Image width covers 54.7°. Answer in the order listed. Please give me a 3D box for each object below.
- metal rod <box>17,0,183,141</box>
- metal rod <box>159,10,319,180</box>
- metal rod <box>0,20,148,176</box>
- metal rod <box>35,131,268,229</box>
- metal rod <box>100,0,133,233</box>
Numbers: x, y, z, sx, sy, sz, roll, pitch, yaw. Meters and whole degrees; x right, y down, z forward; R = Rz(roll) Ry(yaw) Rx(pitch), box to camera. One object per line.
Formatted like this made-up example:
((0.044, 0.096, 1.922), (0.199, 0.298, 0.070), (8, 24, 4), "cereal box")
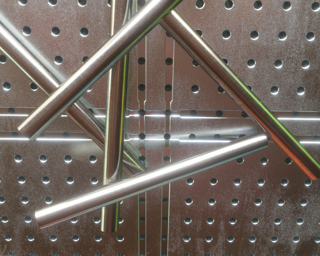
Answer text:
((-0.040, -0.097, 0.343), (0.300, 0.025, 0.025), (-43, 105, 1), "metal rod")
((0.115, -0.034, 0.402), (0.300, 0.025, 0.025), (42, 104, -15), "metal rod")
((-0.124, -0.038, 0.397), (0.025, 0.025, 0.300), (-39, 106, 13), "metal rod")
((-0.001, 0.061, 0.393), (0.302, 0.025, 0.025), (-18, 110, -11), "metal rod")
((-0.056, -0.010, 0.388), (0.025, 0.025, 0.298), (4, 102, -2), "metal rod")
